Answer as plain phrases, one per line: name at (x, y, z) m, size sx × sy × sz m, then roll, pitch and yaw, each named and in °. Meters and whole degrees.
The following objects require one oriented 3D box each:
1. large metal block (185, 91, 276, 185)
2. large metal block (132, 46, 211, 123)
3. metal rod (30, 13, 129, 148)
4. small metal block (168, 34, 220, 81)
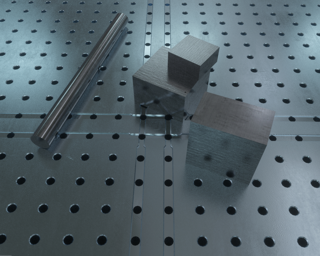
large metal block at (0.079, 0.013, 0.362) m, size 0.080 × 0.080 × 0.050 m, roll 18°, pitch 52°, yaw 14°
large metal block at (0.018, -0.065, 0.447) m, size 0.080 × 0.050 × 0.080 m, roll 25°, pitch 54°, yaw 19°
metal rod at (-0.111, -0.093, 0.483) m, size 0.025 × 0.025 × 0.300 m, roll 12°, pitch 51°, yaw 10°
small metal block at (0.046, -0.098, 0.426) m, size 0.050 × 0.025 × 0.050 m, roll 29°, pitch 56°, yaw 22°
